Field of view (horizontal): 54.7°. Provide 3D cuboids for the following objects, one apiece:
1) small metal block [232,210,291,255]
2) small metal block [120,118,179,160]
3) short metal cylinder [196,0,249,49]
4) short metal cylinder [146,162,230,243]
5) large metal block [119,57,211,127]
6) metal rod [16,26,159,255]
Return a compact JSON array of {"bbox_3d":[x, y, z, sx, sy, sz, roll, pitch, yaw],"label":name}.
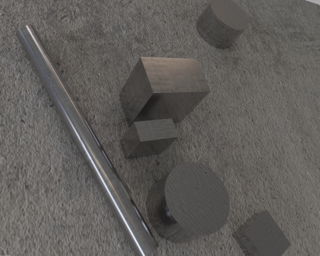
[{"bbox_3d":[0.127,0.139,0.387,0.050,0.025,0.050,-24,75,-37],"label":"small metal block"},{"bbox_3d":[-0.014,0.013,0.372,0.050,0.050,0.025,-6,65,-31],"label":"small metal block"},{"bbox_3d":[0.113,-0.192,0.566,0.081,0.050,0.080,14,56,-21],"label":"short metal cylinder"},{"bbox_3d":[0.031,0.085,0.352,0.081,0.050,0.080,14,56,-21],"label":"short metal cylinder"},{"bbox_3d":[0.003,-0.045,0.397,0.081,0.080,0.050,-6,65,-31],"label":"large metal block"},{"bbox_3d":[-0.089,0.005,0.352,0.025,0.025,0.299,-22,74,-36],"label":"metal rod"}]
